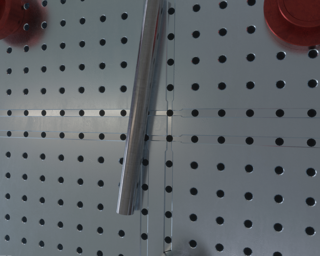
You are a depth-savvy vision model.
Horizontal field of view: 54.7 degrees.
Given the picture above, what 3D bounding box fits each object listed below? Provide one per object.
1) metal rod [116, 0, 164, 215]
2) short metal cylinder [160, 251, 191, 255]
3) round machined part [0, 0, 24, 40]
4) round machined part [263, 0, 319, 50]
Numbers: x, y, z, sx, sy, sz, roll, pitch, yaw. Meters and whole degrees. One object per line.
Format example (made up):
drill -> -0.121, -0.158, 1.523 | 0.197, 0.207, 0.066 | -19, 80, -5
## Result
metal rod -> -0.027, -0.031, 0.422 | 0.025, 0.025, 0.298 | 9, 93, 19
short metal cylinder -> 0.016, 0.206, 0.394 | 0.080, 0.050, 0.079 | 0, 90, 20
round machined part -> -0.260, -0.188, 0.495 | 0.098, 0.042, 0.097 | 0, 90, 20
round machined part -> 0.167, -0.140, 0.345 | 0.098, 0.042, 0.097 | 0, 90, 19
